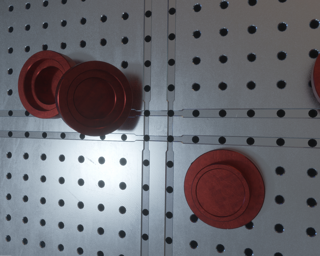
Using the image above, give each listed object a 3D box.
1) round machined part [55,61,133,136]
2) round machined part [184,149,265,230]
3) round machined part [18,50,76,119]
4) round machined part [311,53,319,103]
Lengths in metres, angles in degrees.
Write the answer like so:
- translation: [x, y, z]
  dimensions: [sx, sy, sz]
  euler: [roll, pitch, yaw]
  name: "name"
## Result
- translation: [-0.090, -0.040, 0.417]
  dimensions: [0.042, 0.099, 0.097]
  euler: [16, 97, 61]
  name: "round machined part"
- translation: [0.076, 0.075, 0.377]
  dimensions: [0.098, 0.042, 0.097]
  euler: [0, 90, 20]
  name: "round machined part"
- translation: [-0.157, -0.062, 0.460]
  dimensions: [0.098, 0.042, 0.097]
  euler: [0, 90, 20]
  name: "round machined part"
- translation: [0.214, -0.055, 0.328]
  dimensions: [0.098, 0.042, 0.097]
  euler: [0, 90, 20]
  name: "round machined part"
